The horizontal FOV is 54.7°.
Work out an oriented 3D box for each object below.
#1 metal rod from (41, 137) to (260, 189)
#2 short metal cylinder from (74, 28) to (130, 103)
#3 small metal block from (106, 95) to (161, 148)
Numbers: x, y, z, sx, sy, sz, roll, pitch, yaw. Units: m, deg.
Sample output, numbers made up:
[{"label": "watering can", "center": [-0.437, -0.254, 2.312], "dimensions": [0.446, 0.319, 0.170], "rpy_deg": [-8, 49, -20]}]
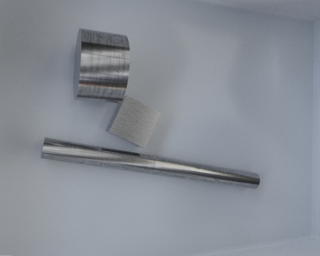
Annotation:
[{"label": "metal rod", "center": [0.003, 0.051, 0.412], "dimensions": [0.302, 0.025, 0.025], "rpy_deg": [11, 86, -20]}, {"label": "short metal cylinder", "center": [-0.069, -0.070, 0.356], "dimensions": [0.050, 0.080, 0.079], "rpy_deg": [3, 89, -20]}, {"label": "small metal block", "center": [-0.034, -0.008, 0.399], "dimensions": [0.050, 0.025, 0.050], "rpy_deg": [27, 81, -19]}]
